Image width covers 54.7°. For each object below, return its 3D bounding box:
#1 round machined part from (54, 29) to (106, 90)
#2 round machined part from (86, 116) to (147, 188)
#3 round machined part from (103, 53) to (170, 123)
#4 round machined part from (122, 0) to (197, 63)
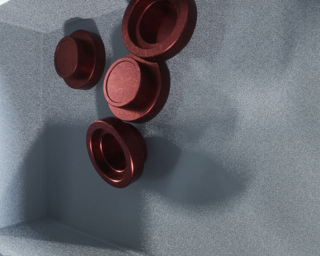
[{"bbox_3d":[-0.137,-0.113,0.510,0.098,0.042,0.097,0,90,40],"label":"round machined part"},{"bbox_3d":[-0.056,0.030,0.430,0.098,0.042,0.097,21,122,38],"label":"round machined part"},{"bbox_3d":[-0.038,-0.057,0.418,0.098,0.042,0.098,-8,76,36],"label":"round machined part"},{"bbox_3d":[0.003,-0.129,0.387,0.098,0.042,0.098,-6,79,33],"label":"round machined part"}]
